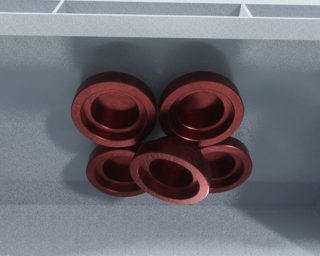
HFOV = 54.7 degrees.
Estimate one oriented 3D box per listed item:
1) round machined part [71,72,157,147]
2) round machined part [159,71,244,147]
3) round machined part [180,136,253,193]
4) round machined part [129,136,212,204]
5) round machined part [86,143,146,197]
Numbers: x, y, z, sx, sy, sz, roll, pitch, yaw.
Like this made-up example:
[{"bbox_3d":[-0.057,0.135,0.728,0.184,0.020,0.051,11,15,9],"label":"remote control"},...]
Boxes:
[{"bbox_3d":[-0.053,-0.026,0.373,0.099,0.042,0.097,-1,130,0],"label":"round machined part"},{"bbox_3d":[0.047,-0.026,0.374,0.099,0.042,0.097,-1,130,0],"label":"round machined part"},{"bbox_3d":[0.076,0.045,0.435,0.099,0.042,0.097,-1,130,0],"label":"round machined part"},{"bbox_3d":[0.016,0.048,0.381,0.098,0.042,0.097,13,137,13],"label":"round machined part"},{"bbox_3d":[-0.052,0.051,0.439,0.099,0.042,0.097,-1,130,0],"label":"round machined part"}]
